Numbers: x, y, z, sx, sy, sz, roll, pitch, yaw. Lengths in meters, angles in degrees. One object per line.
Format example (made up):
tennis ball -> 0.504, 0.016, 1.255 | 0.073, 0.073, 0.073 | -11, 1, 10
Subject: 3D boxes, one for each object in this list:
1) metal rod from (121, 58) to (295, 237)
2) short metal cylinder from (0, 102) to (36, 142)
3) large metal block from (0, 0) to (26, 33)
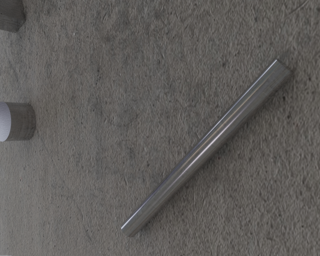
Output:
metal rod -> 0.039, 0.042, 0.372 | 0.298, 0.025, 0.025 | -51, 60, 27
short metal cylinder -> -0.299, -0.013, 0.635 | 0.080, 0.050, 0.080 | 0, 90, 40
large metal block -> -0.337, -0.256, 0.648 | 0.050, 0.081, 0.080 | -25, 74, 37
